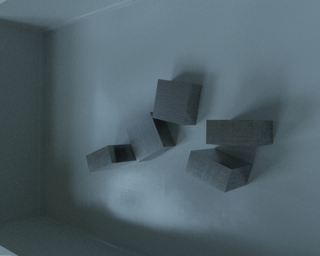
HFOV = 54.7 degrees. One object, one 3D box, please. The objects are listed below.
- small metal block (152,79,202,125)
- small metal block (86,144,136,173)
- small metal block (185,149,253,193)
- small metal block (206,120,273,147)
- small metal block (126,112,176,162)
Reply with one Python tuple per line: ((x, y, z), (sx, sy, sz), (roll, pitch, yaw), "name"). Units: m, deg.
((0.021, -0.033, 0.388), (0.050, 0.025, 0.050), (14, 99, 38), "small metal block")
((-0.069, 0.043, 0.445), (0.050, 0.050, 0.025), (-24, 75, 37), "small metal block")
((0.064, 0.044, 0.336), (0.050, 0.050, 0.025), (23, 105, 37), "small metal block")
((0.083, 0.004, 0.321), (0.050, 0.050, 0.025), (1, 91, 39), "small metal block")
((-0.013, 0.012, 0.416), (0.050, 0.025, 0.050), (-33, 70, 35), "small metal block")
